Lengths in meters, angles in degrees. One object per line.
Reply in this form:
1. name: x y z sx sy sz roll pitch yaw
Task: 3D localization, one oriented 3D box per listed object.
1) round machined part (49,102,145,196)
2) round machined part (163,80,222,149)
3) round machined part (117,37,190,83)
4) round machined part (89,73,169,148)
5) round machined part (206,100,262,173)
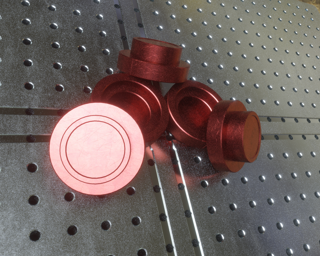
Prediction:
1. round machined part: -0.064 0.021 0.321 0.099 0.042 0.097 0 89 -6
2. round machined part: 0.045 -0.015 0.432 0.099 0.042 0.098 14 56 -21
3. round machined part: -0.007 -0.096 0.421 0.099 0.042 0.098 11 21 -4
4. round machined part: -0.042 -0.016 0.385 0.099 0.042 0.098 14 56 -21
5. round machined part: 0.104 0.011 0.414 0.099 0.042 0.097 -3 94 -53
